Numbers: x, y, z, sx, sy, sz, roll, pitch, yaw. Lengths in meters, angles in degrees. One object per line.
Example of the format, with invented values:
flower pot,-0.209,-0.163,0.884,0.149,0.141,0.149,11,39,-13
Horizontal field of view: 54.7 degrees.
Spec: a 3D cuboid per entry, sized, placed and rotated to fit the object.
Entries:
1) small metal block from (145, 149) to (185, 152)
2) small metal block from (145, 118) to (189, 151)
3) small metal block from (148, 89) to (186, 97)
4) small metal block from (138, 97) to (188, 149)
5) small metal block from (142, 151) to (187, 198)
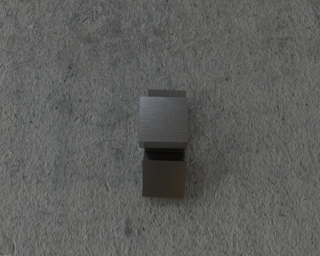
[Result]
small metal block,0.006,0.020,0.403,0.050,0.025,0.050,2,70,0
small metal block,0.006,0.008,0.366,0.050,0.050,0.025,2,70,0
small metal block,0.009,-0.027,0.407,0.050,0.025,0.050,2,34,1
small metal block,0.004,-0.005,0.332,0.050,0.025,0.050,1,70,0
small metal block,0.005,0.056,0.375,0.050,0.025,0.050,2,111,0
